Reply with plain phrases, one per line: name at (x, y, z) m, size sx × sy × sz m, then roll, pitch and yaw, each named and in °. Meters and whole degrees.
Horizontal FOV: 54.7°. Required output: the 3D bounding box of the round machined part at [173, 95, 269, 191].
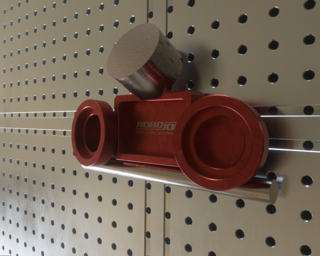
round machined part at (0.067, 0.015, 0.332) m, size 0.098 × 0.042 × 0.097 m, roll -1°, pitch 88°, yaw 32°

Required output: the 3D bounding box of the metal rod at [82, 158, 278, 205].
metal rod at (-0.002, 0.059, 0.405) m, size 0.300 × 0.025 × 0.025 m, roll 3°, pitch 92°, yaw 39°

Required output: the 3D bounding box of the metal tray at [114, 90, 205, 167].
metal tray at (-0.005, 0.000, 0.404) m, size 0.130 × 0.030 × 0.089 m, roll 1°, pitch 91°, yaw 39°

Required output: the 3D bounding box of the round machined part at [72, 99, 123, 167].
round machined part at (-0.090, 0.008, 0.461) m, size 0.098 × 0.042 × 0.097 m, roll -4°, pitch 84°, yaw 48°

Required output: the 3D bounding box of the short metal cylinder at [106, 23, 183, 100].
short metal cylinder at (-0.019, -0.082, 0.385) m, size 0.080 × 0.050 × 0.080 m, roll -20°, pitch 52°, yaw 29°
